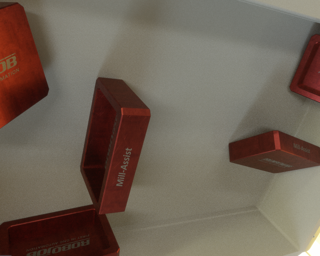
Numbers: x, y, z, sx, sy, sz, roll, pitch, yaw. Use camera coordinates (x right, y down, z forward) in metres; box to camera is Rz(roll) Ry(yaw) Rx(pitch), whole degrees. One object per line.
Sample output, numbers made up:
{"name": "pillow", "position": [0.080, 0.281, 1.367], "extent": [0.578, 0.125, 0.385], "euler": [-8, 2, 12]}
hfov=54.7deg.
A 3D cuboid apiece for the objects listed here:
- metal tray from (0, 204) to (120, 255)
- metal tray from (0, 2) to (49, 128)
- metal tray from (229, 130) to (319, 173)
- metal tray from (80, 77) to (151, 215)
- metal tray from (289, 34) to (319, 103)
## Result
{"name": "metal tray", "position": [-0.127, 0.147, 0.389], "extent": [0.131, 0.090, 0.030], "euler": [-6, 121, -26]}
{"name": "metal tray", "position": [-0.153, -0.039, 0.246], "extent": [0.131, 0.030, 0.089], "euler": [-55, 148, -49]}
{"name": "metal tray", "position": [0.187, 0.043, 0.501], "extent": [0.131, 0.030, 0.090], "euler": [17, 154, -35]}
{"name": "metal tray", "position": [-0.056, 0.019, 0.348], "extent": [0.030, 0.090, 0.129], "euler": [2, 118, -30]}
{"name": "metal tray", "position": [0.267, -0.072, 0.443], "extent": [0.030, 0.130, 0.089], "euler": [-13, 126, -45]}
